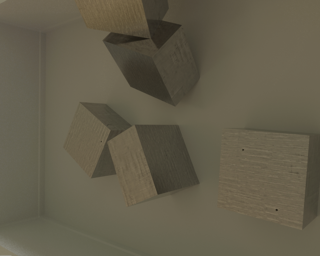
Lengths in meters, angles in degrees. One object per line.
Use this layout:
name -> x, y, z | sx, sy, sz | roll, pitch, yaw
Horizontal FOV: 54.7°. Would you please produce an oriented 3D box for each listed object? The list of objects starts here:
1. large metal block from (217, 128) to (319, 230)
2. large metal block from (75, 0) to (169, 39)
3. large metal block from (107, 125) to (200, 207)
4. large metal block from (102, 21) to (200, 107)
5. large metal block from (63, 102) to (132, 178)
large metal block -> 0.106, 0.043, 0.302 | 0.080, 0.050, 0.079 | 6, 94, 39
large metal block -> -0.043, -0.144, 0.315 | 0.080, 0.080, 0.050 | 15, 62, 19
large metal block -> -0.007, 0.043, 0.375 | 0.050, 0.081, 0.080 | -30, 71, 36
large metal block -> -0.008, -0.081, 0.367 | 0.080, 0.080, 0.050 | 27, 70, 36
large metal block -> -0.092, 0.016, 0.464 | 0.080, 0.050, 0.079 | 38, 113, 33
